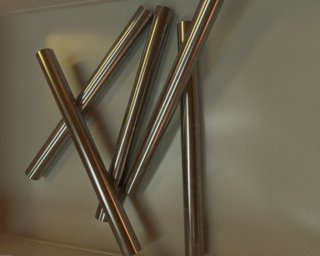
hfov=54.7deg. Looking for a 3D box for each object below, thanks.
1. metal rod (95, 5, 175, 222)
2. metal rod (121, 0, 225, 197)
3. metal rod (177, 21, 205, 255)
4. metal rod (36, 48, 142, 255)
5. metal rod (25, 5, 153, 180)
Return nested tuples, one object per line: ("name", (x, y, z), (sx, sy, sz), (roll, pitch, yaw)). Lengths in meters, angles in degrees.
("metal rod", (-0.036, -0.015, 0.423), (0.025, 0.025, 0.298), (19, 96, 19))
("metal rod", (0.015, -0.043, 0.381), (0.025, 0.025, 0.298), (29, 108, 17))
("metal rod", (0.039, 0.016, 0.396), (0.025, 0.025, 0.298), (-2, 89, 20))
("metal rod", (-0.099, 0.027, 0.417), (0.025, 0.025, 0.299), (-29, 81, 18))
("metal rod", (-0.107, -0.042, 0.448), (0.025, 0.025, 0.299), (42, 103, 15))
